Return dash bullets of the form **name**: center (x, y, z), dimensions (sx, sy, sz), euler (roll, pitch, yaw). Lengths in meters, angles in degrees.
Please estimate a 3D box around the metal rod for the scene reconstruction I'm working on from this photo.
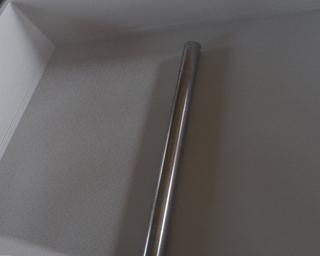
- **metal rod**: center (0.019, 0.013, 0.386), dimensions (0.025, 0.025, 0.299), euler (-2, 61, 27)
